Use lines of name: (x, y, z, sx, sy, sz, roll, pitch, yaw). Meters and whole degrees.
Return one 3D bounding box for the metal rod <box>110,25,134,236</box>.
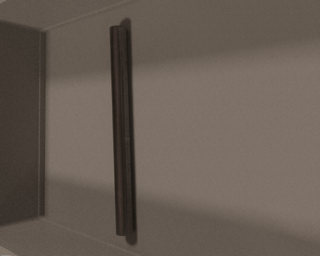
metal rod: (-0.056, 0.003, 0.450, 0.025, 0.025, 0.298, -3, 88, 39)
